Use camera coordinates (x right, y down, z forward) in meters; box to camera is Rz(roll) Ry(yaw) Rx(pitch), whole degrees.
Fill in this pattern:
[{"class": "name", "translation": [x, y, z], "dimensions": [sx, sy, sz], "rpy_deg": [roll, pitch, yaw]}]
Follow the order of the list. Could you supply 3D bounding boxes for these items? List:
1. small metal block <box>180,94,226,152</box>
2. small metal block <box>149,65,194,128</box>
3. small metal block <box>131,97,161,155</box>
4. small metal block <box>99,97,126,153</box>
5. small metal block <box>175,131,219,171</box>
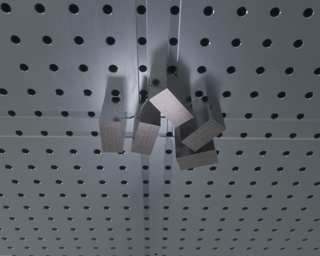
[{"class": "small metal block", "translation": [0.052, -0.007, 0.390], "dimensions": [0.025, 0.050, 0.050], "rpy_deg": [35, 122, -26]}, {"class": "small metal block", "translation": [0.013, -0.037, 0.363], "dimensions": [0.025, 0.050, 0.050], "rpy_deg": [-31, 124, 23]}, {"class": "small metal block", "translation": [-0.018, -0.002, 0.393], "dimensions": [0.025, 0.050, 0.050], "rpy_deg": [11, 129, -10]}, {"class": "small metal block", "translation": [-0.058, -0.004, 0.391], "dimensions": [0.025, 0.050, 0.050], "rpy_deg": [1, 130, -1]}, {"class": "small metal block", "translation": [0.048, 0.026, 0.417], "dimensions": [0.050, 0.050, 0.025], "rpy_deg": [-13, 129, 11]}]
